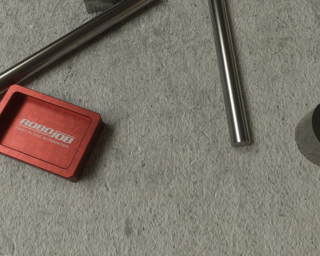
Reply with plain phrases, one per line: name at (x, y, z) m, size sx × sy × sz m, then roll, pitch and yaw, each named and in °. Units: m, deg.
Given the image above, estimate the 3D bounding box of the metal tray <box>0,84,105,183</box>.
metal tray at (-0.150, 0.006, 0.401) m, size 0.131 × 0.030 × 0.090 m, roll 20°, pitch 71°, yaw 6°

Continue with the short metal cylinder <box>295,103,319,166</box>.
short metal cylinder at (0.223, 0.006, 0.395) m, size 0.081 × 0.050 × 0.080 m, roll 0°, pitch 70°, yaw 0°

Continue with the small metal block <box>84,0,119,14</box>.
small metal block at (-0.093, -0.211, 0.484) m, size 0.050 × 0.025 × 0.050 m, roll -10°, pitch 70°, yaw -4°

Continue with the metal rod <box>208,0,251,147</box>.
metal rod at (0.094, -0.119, 0.452) m, size 0.025 × 0.025 × 0.299 m, roll -4°, pitch 70°, yaw -2°

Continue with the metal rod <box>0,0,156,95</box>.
metal rod at (-0.126, -0.129, 0.453) m, size 0.301 × 0.025 × 0.025 m, roll -36°, pitch 74°, yaw -13°
